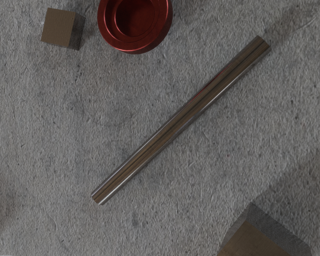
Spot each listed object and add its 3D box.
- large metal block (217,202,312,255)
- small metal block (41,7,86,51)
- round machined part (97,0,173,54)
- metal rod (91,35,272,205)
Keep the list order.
[{"bbox_3d":[0.116,0.134,0.339,0.080,0.080,0.050,37,102,16],"label":"large metal block"},{"bbox_3d":[-0.143,-0.146,0.460,0.050,0.025,0.050,16,95,19],"label":"small metal block"},{"bbox_3d":[-0.029,-0.146,0.410,0.098,0.042,0.097,0,90,20],"label":"round machined part"},{"bbox_3d":[0.018,-0.001,0.402,0.299,0.025,0.025,-43,77,14],"label":"metal rod"}]
